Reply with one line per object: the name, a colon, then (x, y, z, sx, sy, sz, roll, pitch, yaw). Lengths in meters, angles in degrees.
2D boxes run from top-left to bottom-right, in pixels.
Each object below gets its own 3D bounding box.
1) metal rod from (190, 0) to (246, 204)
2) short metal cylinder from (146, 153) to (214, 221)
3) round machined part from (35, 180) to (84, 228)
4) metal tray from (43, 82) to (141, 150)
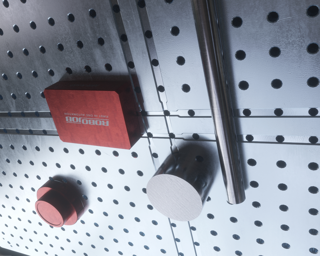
metal rod: (0.067, -0.037, 0.352, 0.025, 0.025, 0.298, 0, 118, 28)
short metal cylinder: (0.028, 0.082, 0.431, 0.080, 0.050, 0.079, 13, 124, 21)
round machined part: (-0.201, 0.153, 0.602, 0.098, 0.042, 0.097, 13, 124, 21)
metal tray: (-0.098, -0.020, 0.447, 0.130, 0.030, 0.089, 4, 121, 26)
